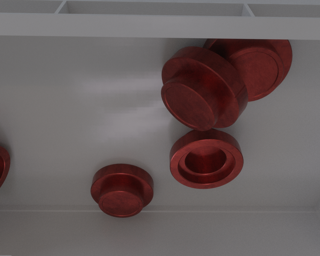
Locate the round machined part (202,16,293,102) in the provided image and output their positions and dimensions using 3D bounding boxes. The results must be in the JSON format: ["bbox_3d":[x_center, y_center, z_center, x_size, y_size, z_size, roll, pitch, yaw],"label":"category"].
[{"bbox_3d":[0.096,-0.067,0.341,0.099,0.042,0.097,0,130,0],"label":"round machined part"}]

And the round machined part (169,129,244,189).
[{"bbox_3d":[0.062,0.038,0.431,0.099,0.042,0.097,0,130,0],"label":"round machined part"}]

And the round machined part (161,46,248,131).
[{"bbox_3d":[0.040,-0.035,0.334,0.098,0.042,0.098,32,154,19],"label":"round machined part"}]

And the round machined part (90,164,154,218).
[{"bbox_3d":[-0.060,0.104,0.486,0.099,0.042,0.097,0,130,0],"label":"round machined part"}]

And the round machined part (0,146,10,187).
[{"bbox_3d":[-0.256,0.060,0.416,0.042,0.098,0.097,24,130,12],"label":"round machined part"}]
